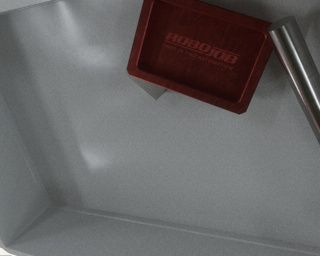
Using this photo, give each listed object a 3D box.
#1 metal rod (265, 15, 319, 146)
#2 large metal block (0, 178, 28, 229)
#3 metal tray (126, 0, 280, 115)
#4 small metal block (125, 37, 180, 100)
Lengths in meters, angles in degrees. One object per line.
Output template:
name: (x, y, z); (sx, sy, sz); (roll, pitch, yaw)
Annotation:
metal rod: (0.181, 0.028, 0.311); (0.025, 0.025, 0.299); (-20, 114, 35)
large metal block: (-0.353, 0.169, 0.681); (0.080, 0.050, 0.080); (47, 129, -6)
metal tray: (0.040, -0.078, 0.314); (0.131, 0.030, 0.089); (21, 113, 8)
small metal block: (-0.006, -0.070, 0.367); (0.050, 0.025, 0.050); (41, 129, 0)
